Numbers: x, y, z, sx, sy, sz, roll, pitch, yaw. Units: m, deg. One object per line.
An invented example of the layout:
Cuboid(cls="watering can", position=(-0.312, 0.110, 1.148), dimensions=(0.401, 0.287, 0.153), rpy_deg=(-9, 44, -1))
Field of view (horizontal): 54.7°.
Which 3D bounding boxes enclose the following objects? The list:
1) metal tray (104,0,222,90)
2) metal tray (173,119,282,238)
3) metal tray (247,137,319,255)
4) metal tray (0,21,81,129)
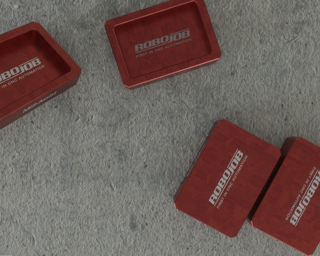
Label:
Cuboid(cls="metal tray", position=(0.004, -0.112, 0.407), dimensions=(0.131, 0.030, 0.090), rpy_deg=(-18, 90, 0))
Cuboid(cls="metal tray", position=(0.087, 0.064, 0.408), dimensions=(0.090, 0.030, 0.130), rpy_deg=(29, 90, 0))
Cuboid(cls="metal tray", position=(0.184, 0.087, 0.409), dimensions=(0.090, 0.030, 0.130), rpy_deg=(28, 90, 0))
Cuboid(cls="metal tray", position=(-0.174, -0.065, 0.370), dimensions=(0.090, 0.030, 0.131), rpy_deg=(48, 54, 0))
